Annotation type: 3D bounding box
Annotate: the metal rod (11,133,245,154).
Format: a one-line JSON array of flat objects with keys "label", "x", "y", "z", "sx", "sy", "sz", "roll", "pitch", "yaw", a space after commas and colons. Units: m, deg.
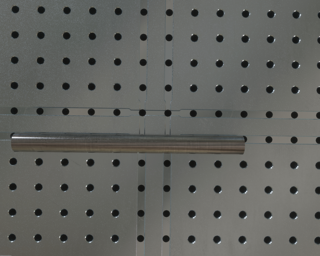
[{"label": "metal rod", "x": -0.041, "y": 0.021, "z": 0.412, "sx": 0.302, "sy": 0.025, "sz": 0.025, "roll": 1, "pitch": 90, "yaw": -1}]
